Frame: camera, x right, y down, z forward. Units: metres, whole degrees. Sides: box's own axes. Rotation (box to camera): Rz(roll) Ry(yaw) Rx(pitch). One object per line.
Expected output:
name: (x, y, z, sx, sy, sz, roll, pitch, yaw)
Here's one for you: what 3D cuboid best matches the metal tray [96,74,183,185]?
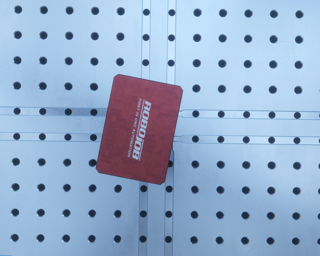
metal tray: (-0.026, 0.002, 0.411, 0.090, 0.030, 0.129, 11, 90, 0)
